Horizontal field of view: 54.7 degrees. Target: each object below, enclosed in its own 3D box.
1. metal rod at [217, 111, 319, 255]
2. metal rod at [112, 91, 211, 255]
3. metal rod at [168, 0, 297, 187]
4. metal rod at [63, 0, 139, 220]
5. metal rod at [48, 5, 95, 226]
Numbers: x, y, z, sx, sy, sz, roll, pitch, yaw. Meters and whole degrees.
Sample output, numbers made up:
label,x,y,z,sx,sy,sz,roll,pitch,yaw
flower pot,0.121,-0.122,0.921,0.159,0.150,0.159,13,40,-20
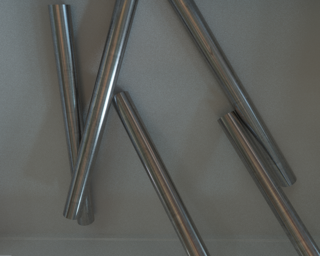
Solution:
label,x,y,z,sx,sy,sz,roll,pitch,yaw
metal rod,0.159,0.112,0.384,0.025,0.025,0.299,-31,80,11
metal rod,0.015,0.091,0.380,0.025,0.025,0.299,-28,83,10
metal rod,0.099,-0.042,0.396,0.025,0.025,0.299,-32,107,11
metal rod,-0.076,-0.021,0.386,0.025,0.025,0.298,16,103,-6
metal rod,-0.113,-0.002,0.409,0.025,0.025,0.298,-1,110,0
